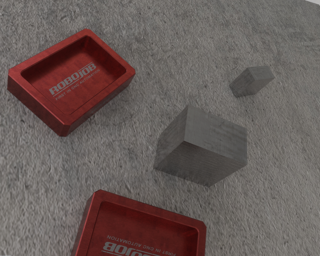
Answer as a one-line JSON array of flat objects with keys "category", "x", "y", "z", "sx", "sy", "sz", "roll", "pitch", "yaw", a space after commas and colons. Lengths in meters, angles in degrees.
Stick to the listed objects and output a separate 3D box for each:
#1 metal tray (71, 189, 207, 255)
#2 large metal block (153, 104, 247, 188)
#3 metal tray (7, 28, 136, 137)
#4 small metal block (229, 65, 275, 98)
[{"category": "metal tray", "x": -0.019, "y": 0.126, "z": 0.313, "sx": 0.131, "sy": 0.030, "sz": 0.090, "roll": 22, "pitch": 54, "yaw": -15}, {"category": "large metal block", "x": 0.048, "y": 0.026, "z": 0.379, "sx": 0.080, "sy": 0.080, "sz": 0.050, "roll": 21, "pitch": 54, "yaw": -16}, {"category": "metal tray", "x": -0.103, "y": -0.061, "z": 0.381, "sx": 0.090, "sy": 0.030, "sz": 0.131, "roll": 42, "pitch": 51, "yaw": 1}, {"category": "small metal block", "x": 0.153, "y": -0.078, "z": 0.517, "sx": 0.050, "sy": 0.050, "sz": 0.025, "roll": -12, "pitch": 68, "yaw": -33}]
